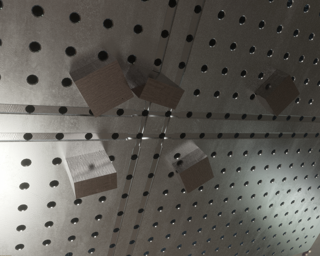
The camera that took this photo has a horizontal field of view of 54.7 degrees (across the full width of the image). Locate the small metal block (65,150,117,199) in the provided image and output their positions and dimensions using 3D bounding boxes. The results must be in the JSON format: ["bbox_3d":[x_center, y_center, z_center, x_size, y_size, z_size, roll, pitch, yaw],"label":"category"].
[{"bbox_3d":[-0.085,0.056,0.384,0.050,0.050,0.025,-11,123,-23],"label":"small metal block"}]

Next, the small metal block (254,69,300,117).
[{"bbox_3d":[0.182,-0.054,0.480,0.050,0.025,0.050,-46,130,4],"label":"small metal block"}]

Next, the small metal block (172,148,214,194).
[{"bbox_3d":[0.052,0.067,0.483,0.050,0.025,0.050,-30,129,-10],"label":"small metal block"}]

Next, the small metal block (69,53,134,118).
[{"bbox_3d":[-0.064,-0.048,0.348,0.050,0.025,0.050,-30,129,-9],"label":"small metal block"}]

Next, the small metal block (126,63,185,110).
[{"bbox_3d":[-0.008,-0.049,0.362,0.050,0.050,0.025,15,110,-35],"label":"small metal block"}]
